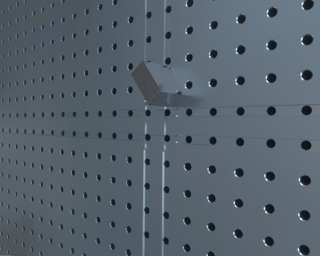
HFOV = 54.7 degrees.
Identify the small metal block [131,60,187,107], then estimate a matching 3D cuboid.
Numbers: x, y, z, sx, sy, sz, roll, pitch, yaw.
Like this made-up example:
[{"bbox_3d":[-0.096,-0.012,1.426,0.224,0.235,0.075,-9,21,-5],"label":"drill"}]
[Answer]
[{"bbox_3d":[-0.001,-0.055,0.392,0.025,0.050,0.050,-43,64,31],"label":"small metal block"}]
